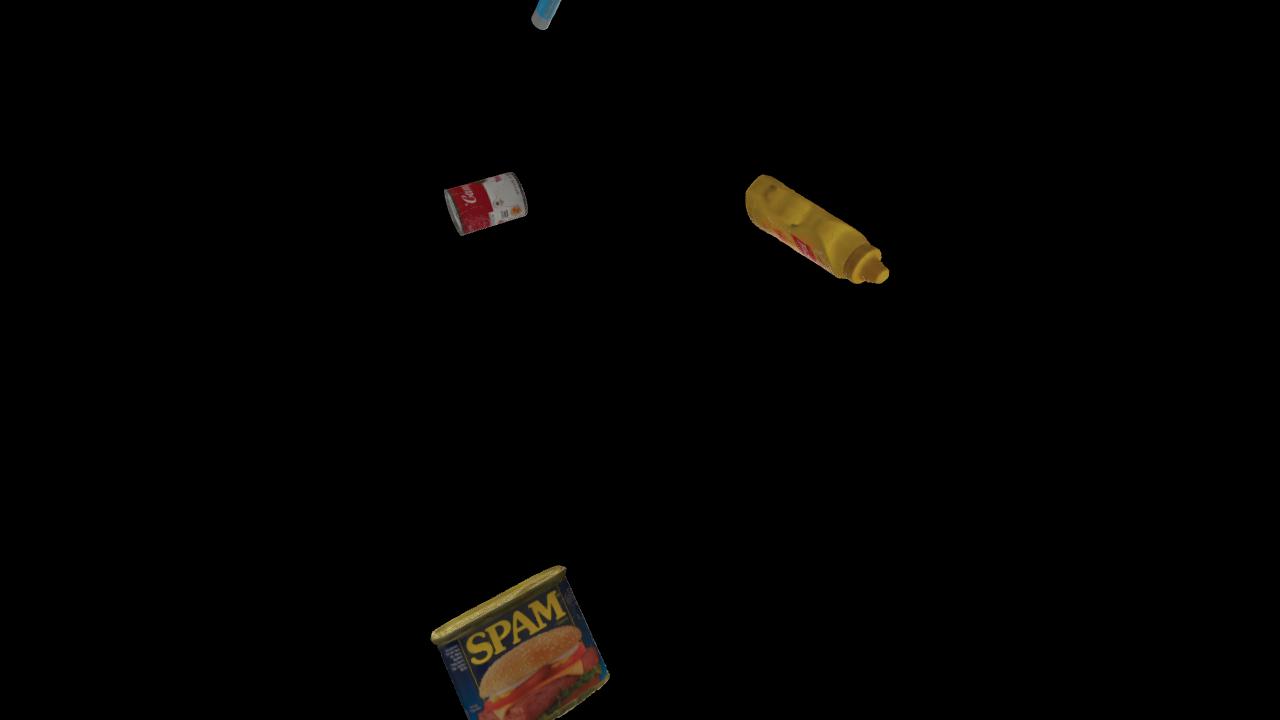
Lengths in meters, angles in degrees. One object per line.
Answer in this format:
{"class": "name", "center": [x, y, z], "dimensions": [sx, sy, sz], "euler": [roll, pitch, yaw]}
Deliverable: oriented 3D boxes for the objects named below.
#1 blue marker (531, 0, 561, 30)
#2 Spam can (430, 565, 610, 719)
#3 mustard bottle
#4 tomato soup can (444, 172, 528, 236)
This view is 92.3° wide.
{"class": "blue marker", "center": [-0.074, -0.363, 0.583], "dimensions": [0.020, 0.020, 0.121], "euler": [0, -15, -30]}
{"class": "Spam can", "center": [-0.083, 0.209, 0.437], "dimensions": [0.101, 0.085, 0.058], "euler": [-23, -7, -20]}
{"class": "mustard bottle", "center": [0.200, -0.137, 0.684], "dimensions": [0.184, 0.054, 0.092], "euler": [46, 0, 37]}
{"class": "tomato soup can", "center": [-0.220, -0.225, 0.885], "dimensions": [0.101, 0.068, 0.068], "euler": [-22, 8, -20]}
